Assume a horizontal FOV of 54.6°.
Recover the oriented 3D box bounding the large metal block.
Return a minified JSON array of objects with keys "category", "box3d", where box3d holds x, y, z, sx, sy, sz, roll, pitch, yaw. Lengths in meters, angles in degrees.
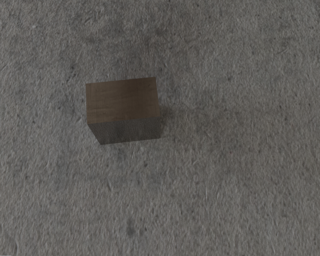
[{"category":"large metal block","box3d":[-0.042,-0.018,0.386,0.080,0.080,0.050,-6,70,-2]}]
